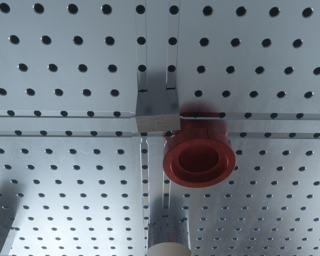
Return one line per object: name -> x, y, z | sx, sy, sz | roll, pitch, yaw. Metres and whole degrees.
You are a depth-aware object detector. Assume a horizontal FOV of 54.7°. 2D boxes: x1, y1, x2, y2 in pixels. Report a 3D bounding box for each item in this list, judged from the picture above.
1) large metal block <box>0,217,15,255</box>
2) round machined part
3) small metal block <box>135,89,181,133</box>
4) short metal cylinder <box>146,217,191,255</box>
large metal block -> -0.303, 0.216, 0.557 | 0.050, 0.080, 0.079 | 14, 129, -11
round machined part -> 0.053, 0.036, 0.432 | 0.099, 0.042, 0.097 | 0, 130, 0
small metal block -> -0.002, -0.021, 0.377 | 0.050, 0.050, 0.025 | -4, 130, 3
short metal cylinder -> 0.016, 0.209, 0.574 | 0.081, 0.050, 0.079 | 0, 130, 0
